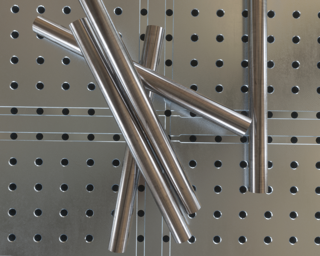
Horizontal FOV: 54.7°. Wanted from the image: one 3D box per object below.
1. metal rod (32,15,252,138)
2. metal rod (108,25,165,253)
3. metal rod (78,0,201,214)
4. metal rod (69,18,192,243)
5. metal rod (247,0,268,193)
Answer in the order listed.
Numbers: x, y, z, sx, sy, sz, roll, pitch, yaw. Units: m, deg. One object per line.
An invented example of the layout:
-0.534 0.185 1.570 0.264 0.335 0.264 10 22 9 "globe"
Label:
-0.029 -0.069 0.388 0.301 0.025 0.025 28 90 9 "metal rod"
-0.031 0.014 0.412 0.025 0.025 0.298 10 90 -1 "metal rod"
-0.019 -0.022 0.376 0.025 0.025 0.299 -26 105 0 "metal rod"
-0.033 0.009 0.385 0.025 0.025 0.299 -25 98 0 "metal rod"
0.131 -0.064 0.415 0.025 0.025 0.298 0 90 -1 "metal rod"
